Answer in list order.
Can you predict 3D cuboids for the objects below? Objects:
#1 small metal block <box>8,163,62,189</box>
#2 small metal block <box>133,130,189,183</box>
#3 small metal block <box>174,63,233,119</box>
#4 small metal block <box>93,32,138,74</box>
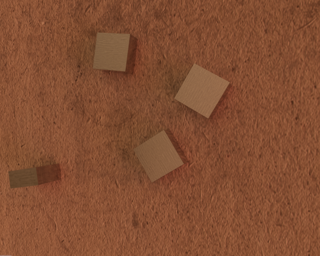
[{"bbox_3d":[-0.185,0.071,0.461,0.050,0.050,0.025,-10,87,20],"label":"small metal block"},{"bbox_3d":[0.002,0.036,0.408,0.050,0.025,0.050,-33,80,17],"label":"small metal block"},{"bbox_3d":[0.055,-0.046,0.390,0.050,0.025,0.050,33,100,17],"label":"small metal block"},{"bbox_3d":[-0.062,-0.103,0.431,0.050,0.025,0.050,9,93,19],"label":"small metal block"}]
